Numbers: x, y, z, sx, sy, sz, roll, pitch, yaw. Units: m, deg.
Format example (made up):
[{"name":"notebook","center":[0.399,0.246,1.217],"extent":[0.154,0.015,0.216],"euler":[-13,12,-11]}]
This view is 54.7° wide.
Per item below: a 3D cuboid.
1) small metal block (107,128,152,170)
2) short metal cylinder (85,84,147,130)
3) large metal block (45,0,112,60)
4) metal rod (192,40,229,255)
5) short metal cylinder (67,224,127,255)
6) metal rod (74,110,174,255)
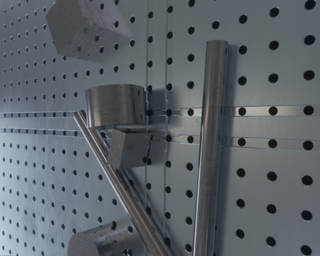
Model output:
[{"name":"small metal block","center":[-0.042,0.028,0.428],"extent":[0.025,0.050,0.050],"euler":[19,102,38]},{"name":"short metal cylinder","center":[-0.060,-0.027,0.423],"extent":[0.080,0.081,0.050],"euler":[-8,85,39]},{"name":"large metal block","center":[-0.134,-0.171,0.504],"extent":[0.080,0.050,0.080],"euler":[-34,69,34]},{"name":"metal rod","center":[0.057,0.050,0.362],"extent":[0.025,0.025,0.298],"euler":[6,94,40]},{"name":"short metal cylinder","center":[-0.096,0.193,0.472],"extent":[0.080,0.050,0.079],"euler":[0,90,40]},{"name":"metal rod","center":[-0.054,0.088,0.453],"extent":[0.025,0.025,0.300],"euler":[-50,61,28]}]
